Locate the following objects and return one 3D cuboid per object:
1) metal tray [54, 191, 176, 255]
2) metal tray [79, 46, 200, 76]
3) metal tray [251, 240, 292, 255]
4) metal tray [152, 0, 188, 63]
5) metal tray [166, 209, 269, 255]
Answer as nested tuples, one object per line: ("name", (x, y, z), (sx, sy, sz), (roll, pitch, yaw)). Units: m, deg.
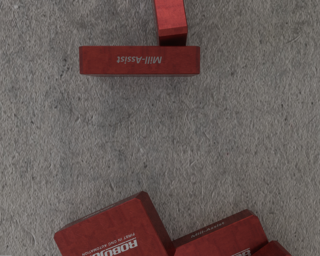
("metal tray", (-0.058, 0.146, 0.390), (0.130, 0.030, 0.090), (-27, 89, 15))
("metal tray", (-0.022, -0.079, 0.375), (0.131, 0.090, 0.030), (0, 97, 0))
("metal tray", (0.117, 0.213, 0.387), (0.130, 0.030, 0.090), (-34, 112, -5))
("metal tray", (0.006, -0.152, 0.366), (0.030, 0.090, 0.129), (-8, 80, 0))
("metal tray", (0.081, 0.175, 0.408), (0.131, 0.030, 0.090), (-23, 90, 0))
